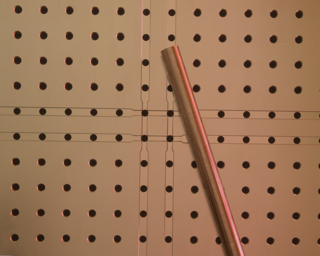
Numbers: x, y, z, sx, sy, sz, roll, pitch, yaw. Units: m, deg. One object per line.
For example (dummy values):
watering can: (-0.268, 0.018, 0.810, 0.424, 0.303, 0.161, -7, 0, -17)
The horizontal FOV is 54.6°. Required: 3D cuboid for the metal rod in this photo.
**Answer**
metal rod: (0.058, 0.038, 0.413, 0.025, 0.025, 0.299, -18, 90, 0)
